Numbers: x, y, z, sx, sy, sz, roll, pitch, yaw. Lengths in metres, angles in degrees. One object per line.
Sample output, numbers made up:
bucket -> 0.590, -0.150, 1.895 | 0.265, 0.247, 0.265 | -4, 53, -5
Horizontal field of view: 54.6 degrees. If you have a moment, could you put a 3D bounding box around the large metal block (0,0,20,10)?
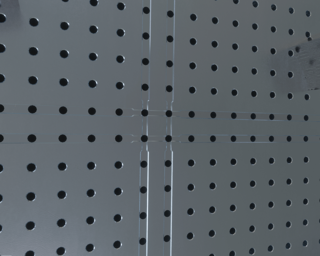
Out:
large metal block -> -0.195, -0.153, 0.311 | 0.081, 0.080, 0.050 | -20, 97, -19

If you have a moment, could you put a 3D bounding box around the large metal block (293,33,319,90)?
large metal block -> 0.269, -0.109, 0.482 | 0.050, 0.080, 0.080 | -30, 100, -17
